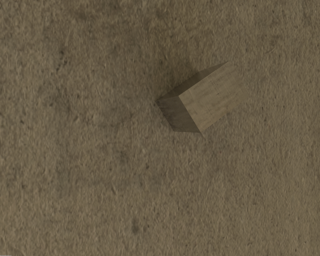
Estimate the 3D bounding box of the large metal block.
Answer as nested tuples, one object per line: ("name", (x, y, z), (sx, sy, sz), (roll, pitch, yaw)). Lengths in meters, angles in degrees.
("large metal block", (0.051, -0.038, 0.398), (0.080, 0.080, 0.050), (-36, 102, -16))
